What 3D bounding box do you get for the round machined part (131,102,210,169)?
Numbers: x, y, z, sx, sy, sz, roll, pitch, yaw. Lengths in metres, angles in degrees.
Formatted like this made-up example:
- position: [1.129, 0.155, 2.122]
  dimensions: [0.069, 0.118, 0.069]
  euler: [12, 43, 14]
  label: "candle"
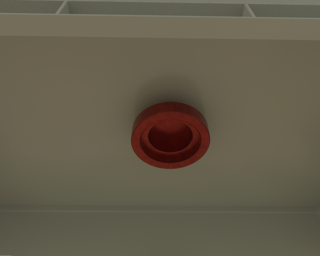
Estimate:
- position: [0.013, 0.005, 0.402]
  dimensions: [0.099, 0.042, 0.097]
  euler: [0, 130, 0]
  label: "round machined part"
